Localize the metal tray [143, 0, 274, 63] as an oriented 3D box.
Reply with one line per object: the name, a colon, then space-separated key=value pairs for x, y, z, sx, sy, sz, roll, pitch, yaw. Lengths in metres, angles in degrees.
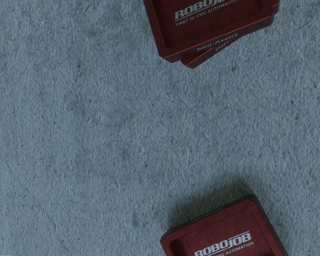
metal tray: x=0.052 y=-0.140 z=0.355 sx=0.130 sy=0.030 sz=0.090 roll=-18 pitch=84 yaw=19

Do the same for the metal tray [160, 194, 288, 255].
metal tray: x=0.077 y=0.149 z=0.379 sx=0.130 sy=0.030 sz=0.090 roll=-29 pitch=81 yaw=17

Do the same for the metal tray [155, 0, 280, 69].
metal tray: x=0.066 y=-0.146 z=0.383 sx=0.130 sy=0.030 sz=0.090 roll=-32 pitch=80 yaw=17
